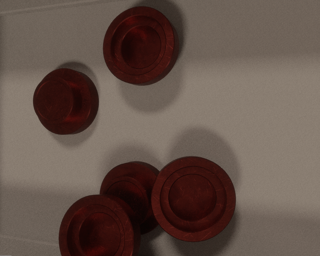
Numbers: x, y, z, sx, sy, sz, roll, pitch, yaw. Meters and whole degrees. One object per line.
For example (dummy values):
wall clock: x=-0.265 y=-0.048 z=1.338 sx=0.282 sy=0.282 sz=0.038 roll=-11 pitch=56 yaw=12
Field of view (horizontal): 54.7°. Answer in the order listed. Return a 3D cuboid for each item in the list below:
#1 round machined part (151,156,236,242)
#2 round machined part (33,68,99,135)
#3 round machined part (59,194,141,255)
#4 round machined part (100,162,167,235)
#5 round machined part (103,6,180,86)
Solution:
round machined part: x=0.039 y=0.083 z=0.377 sx=0.099 sy=0.042 sz=0.097 roll=0 pitch=87 yaw=0
round machined part: x=-0.143 y=-0.039 z=0.450 sx=0.098 sy=0.042 sz=0.097 roll=0 pitch=90 yaw=19
round machined part: x=-0.068 y=0.130 z=0.374 sx=0.098 sy=0.042 sz=0.097 roll=-3 pitch=79 yaw=19
round machined part: x=-0.038 y=0.095 z=0.414 sx=0.098 sy=0.042 sz=0.097 roll=0 pitch=90 yaw=19
round machined part: x=-0.021 y=-0.104 z=0.408 sx=0.098 sy=0.042 sz=0.097 roll=0 pitch=90 yaw=19
